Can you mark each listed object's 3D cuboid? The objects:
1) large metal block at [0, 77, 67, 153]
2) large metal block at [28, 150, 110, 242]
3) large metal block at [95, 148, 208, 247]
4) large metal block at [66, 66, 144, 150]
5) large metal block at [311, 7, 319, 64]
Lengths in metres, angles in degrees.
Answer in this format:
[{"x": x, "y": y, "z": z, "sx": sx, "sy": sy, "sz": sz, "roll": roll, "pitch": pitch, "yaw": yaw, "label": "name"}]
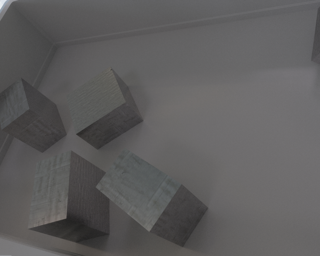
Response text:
[{"x": -0.202, "y": -0.019, "z": 0.489, "sx": 0.050, "sy": 0.080, "sz": 0.080, "roll": -37, "pitch": 51, "yaw": 4, "label": "large metal block"}, {"x": -0.104, "y": 0.085, "z": 0.373, "sx": 0.050, "sy": 0.080, "sz": 0.080, "roll": -19, "pitch": 54, "yaw": 17, "label": "large metal block"}, {"x": -0.006, "y": 0.074, "z": 0.328, "sx": 0.080, "sy": 0.080, "sz": 0.050, "roll": 28, "pitch": 77, "yaw": 37, "label": "large metal block"}, {"x": -0.082, "y": -0.029, "z": 0.451, "sx": 0.080, "sy": 0.050, "sz": 0.080, "roll": -32, "pitch": 52, "yaw": 7, "label": "large metal block"}, {"x": 0.209, "y": -0.114, "z": 0.322, "sx": 0.050, "sy": 0.080, "sz": 0.080, "roll": 19, "pitch": 68, "yaw": -2, "label": "large metal block"}]
